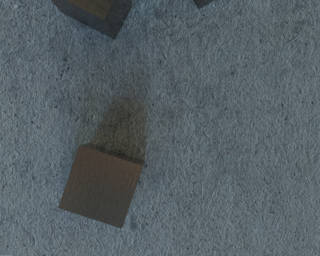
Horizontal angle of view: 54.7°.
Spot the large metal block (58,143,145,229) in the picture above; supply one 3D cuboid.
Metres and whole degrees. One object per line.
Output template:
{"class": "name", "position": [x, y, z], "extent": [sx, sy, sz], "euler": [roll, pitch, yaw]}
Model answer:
{"class": "large metal block", "position": [-0.071, 0.071, 0.397], "extent": [0.080, 0.050, 0.080], "euler": [18, 90, 0]}

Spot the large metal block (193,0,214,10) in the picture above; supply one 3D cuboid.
{"class": "large metal block", "position": [0.074, -0.203, 0.383], "extent": [0.080, 0.080, 0.050], "euler": [-32, 90, 0]}

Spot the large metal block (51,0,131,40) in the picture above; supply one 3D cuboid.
{"class": "large metal block", "position": [-0.086, -0.160, 0.382], "extent": [0.080, 0.080, 0.050], "euler": [27, 90, 0]}
